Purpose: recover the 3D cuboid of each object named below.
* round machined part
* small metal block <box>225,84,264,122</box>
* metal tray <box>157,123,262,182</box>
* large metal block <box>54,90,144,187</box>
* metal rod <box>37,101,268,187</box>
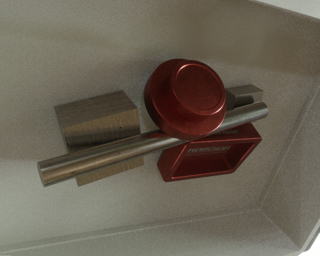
[{"bbox_3d":[0.035,-0.038,0.354,0.099,0.098,0.042,-5,161,-27],"label":"round machined part"},{"bbox_3d":[0.119,-0.033,0.453,0.050,0.025,0.050,-11,123,-23],"label":"small metal block"},{"bbox_3d":[0.071,0.035,0.448,0.131,0.030,0.089,-2,139,-29],"label":"metal tray"},{"bbox_3d":[-0.069,0.011,0.360,0.081,0.050,0.079,-17,125,-19],"label":"large metal block"},{"bbox_3d":[0.015,0.009,0.364,0.303,0.025,0.025,-15,125,-29],"label":"metal rod"}]
